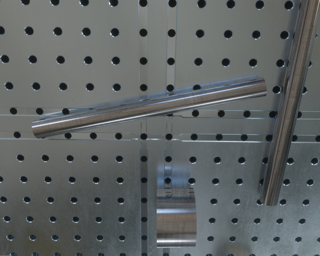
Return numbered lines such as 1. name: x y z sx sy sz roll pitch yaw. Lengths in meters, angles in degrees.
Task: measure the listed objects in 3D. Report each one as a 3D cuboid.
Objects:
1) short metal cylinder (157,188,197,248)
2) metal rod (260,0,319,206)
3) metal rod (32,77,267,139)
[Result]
1. short metal cylinder: 0.021 0.124 0.430 0.050 0.080 0.079 0 110 0
2. metal rod: 0.169 -0.032 0.402 0.025 0.025 0.298 3 110 -1
3. metal rod: -0.016 -0.025 0.403 0.302 0.025 0.025 -10 110 3
